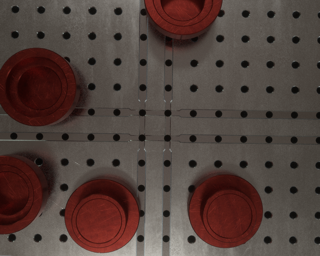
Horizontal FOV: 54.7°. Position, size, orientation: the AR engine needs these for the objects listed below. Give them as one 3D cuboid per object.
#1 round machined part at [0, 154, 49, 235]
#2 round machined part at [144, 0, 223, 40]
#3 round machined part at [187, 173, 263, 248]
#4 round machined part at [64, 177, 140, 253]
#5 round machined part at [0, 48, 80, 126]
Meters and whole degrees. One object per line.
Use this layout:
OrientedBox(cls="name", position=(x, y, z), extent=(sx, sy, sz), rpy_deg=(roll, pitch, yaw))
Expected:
OrientedBox(cls="round machined part", position=(-0.194, 0.083, 0.402), extent=(0.099, 0.042, 0.097), rpy_deg=(0, 90, -1))
OrientedBox(cls="round machined part", position=(0.029, -0.164, 0.405), extent=(0.099, 0.042, 0.097), rpy_deg=(0, 90, -1))
OrientedBox(cls="round machined part", position=(0.087, 0.110, 0.406), extent=(0.099, 0.042, 0.097), rpy_deg=(0, 90, -1))
OrientedBox(cls="round machined part", position=(-0.076, 0.115, 0.404), extent=(0.099, 0.042, 0.097), rpy_deg=(0, 90, -1))
OrientedBox(cls="round machined part", position=(-0.153, -0.051, 0.403), extent=(0.099, 0.042, 0.097), rpy_deg=(0, 90, -1))
